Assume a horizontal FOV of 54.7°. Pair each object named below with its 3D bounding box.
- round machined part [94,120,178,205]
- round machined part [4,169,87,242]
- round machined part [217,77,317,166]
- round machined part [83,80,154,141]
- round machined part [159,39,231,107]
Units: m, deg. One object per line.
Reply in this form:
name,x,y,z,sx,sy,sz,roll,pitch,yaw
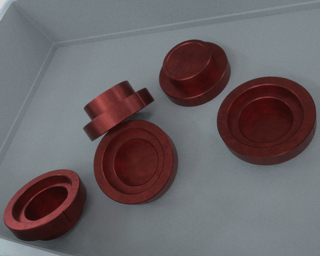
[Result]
round machined part,-0.026,0.042,0.372,0.098,0.042,0.098,-5,73,16
round machined part,-0.138,0.101,0.390,0.098,0.042,0.098,-14,32,9
round machined part,0.116,-0.004,0.337,0.098,0.042,0.098,-13,56,21
round machined part,-0.059,-0.027,0.406,0.098,0.098,0.042,-33,95,7
round machined part,0.043,-0.081,0.422,0.098,0.042,0.098,-13,56,21
